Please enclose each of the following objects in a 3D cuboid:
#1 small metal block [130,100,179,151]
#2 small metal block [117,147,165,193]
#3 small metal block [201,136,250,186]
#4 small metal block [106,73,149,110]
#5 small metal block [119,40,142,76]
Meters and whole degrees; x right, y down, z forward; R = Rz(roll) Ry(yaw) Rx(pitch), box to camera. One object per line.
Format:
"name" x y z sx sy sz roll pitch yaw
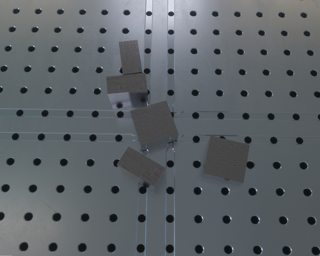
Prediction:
"small metal block" -0.008 -0.003 0.413 0.050 0.025 0.050 -17 71 -6
"small metal block" -0.022 0.052 0.379 0.050 0.050 0.025 29 73 10
"small metal block" 0.083 0.042 0.397 0.050 0.025 0.050 13 71 5
"small metal block" -0.042 -0.048 0.416 0.050 0.050 0.025 -6 70 -2
"small metal block" -0.039 -0.085 0.429 0.025 0.050 0.050 -8 70 -3
